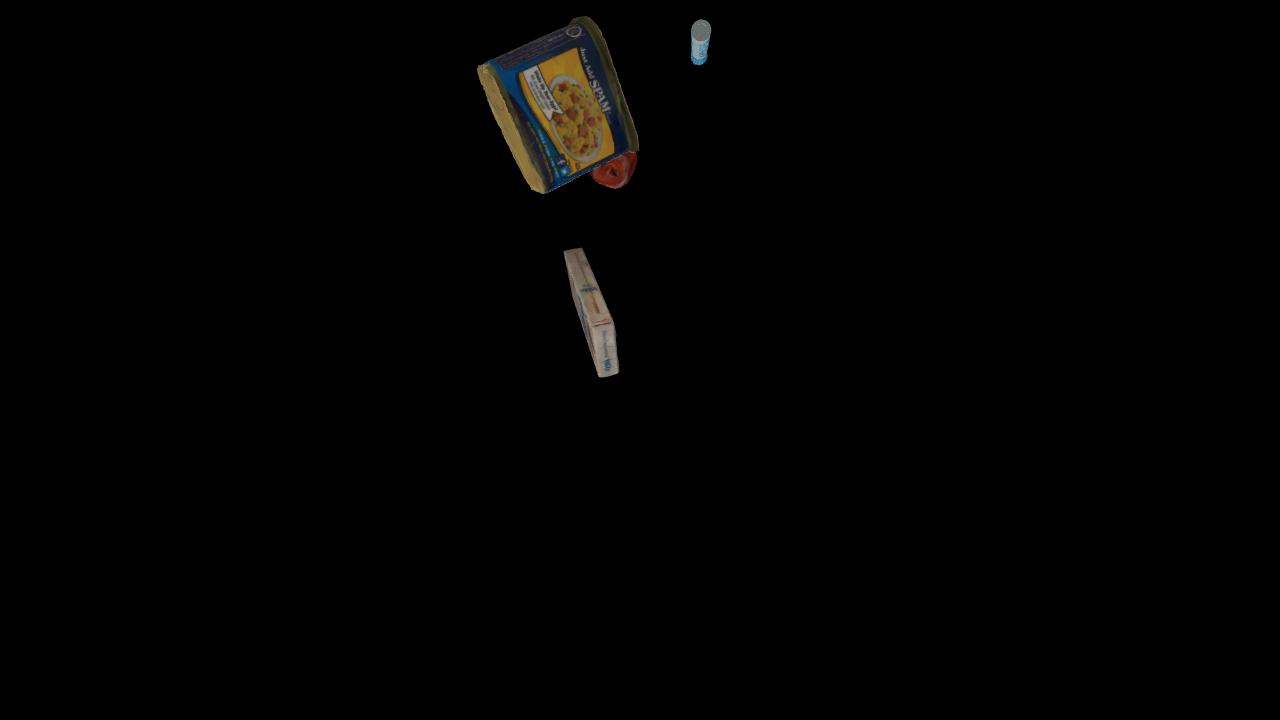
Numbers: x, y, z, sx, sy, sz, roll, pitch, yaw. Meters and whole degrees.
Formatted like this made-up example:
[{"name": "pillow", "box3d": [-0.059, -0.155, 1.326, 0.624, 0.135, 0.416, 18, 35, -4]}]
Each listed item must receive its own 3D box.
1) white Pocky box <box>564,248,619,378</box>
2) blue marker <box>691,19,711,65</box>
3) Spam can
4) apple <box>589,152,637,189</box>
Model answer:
[{"name": "white Pocky box", "box3d": [-0.059, -0.060, 0.743, 0.028, 0.084, 0.154, -14, 46, -9]}, {"name": "blue marker", "box3d": [0.062, -0.325, 0.635, 0.020, 0.020, 0.121, 0, 15, 4]}, {"name": "Spam can", "box3d": [-0.060, -0.187, 0.461, 0.085, 0.101, 0.058, -32, 33, -12]}, {"name": "apple", "box3d": [-0.041, -0.304, 0.932, 0.079, 0.093, 0.079, -1, -42, -1]}]
